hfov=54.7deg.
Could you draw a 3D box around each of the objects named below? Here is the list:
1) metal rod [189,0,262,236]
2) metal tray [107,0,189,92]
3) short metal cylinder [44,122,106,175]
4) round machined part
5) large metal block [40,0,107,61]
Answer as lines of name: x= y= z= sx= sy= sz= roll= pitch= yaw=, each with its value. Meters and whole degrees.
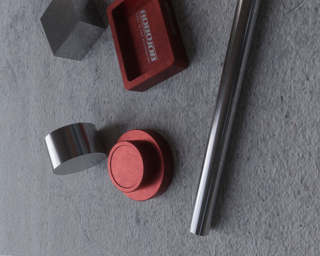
metal rod: x=0.073 y=-0.024 z=0.343 sx=0.025 sy=0.025 sz=0.298 roll=18 pitch=101 yaw=38
metal tray: x=-0.020 y=-0.124 z=0.416 sx=0.090 sy=0.030 sz=0.129 roll=-23 pitch=76 yaw=37
short metal cylinder: x=-0.129 y=0.033 z=0.473 sx=0.080 sy=0.081 sz=0.050 roll=-35 pitch=69 yaw=34
round machined part: x=-0.033 y=0.050 z=0.419 sx=0.098 sy=0.042 sz=0.097 roll=0 pitch=90 yaw=39
large metal block: x=-0.143 y=-0.169 z=0.503 sx=0.080 sy=0.050 sz=0.080 roll=-38 pitch=67 yaw=33
